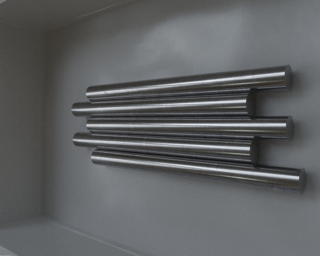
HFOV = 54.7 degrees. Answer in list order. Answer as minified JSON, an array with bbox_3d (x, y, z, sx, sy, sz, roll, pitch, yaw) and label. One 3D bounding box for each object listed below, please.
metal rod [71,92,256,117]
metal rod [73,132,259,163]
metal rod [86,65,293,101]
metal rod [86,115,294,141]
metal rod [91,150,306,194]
[{"bbox_3d":[-0.020,-0.028,0.420,0.300,0.025,0.025,1,91,39],"label":"metal rod"},{"bbox_3d":[-0.017,0.022,0.417,0.300,0.025,0.025,1,91,39],"label":"metal rod"},{"bbox_3d":[0.009,-0.052,0.396,0.300,0.025,0.025,1,91,39],"label":"metal rod"},{"bbox_3d":[0.010,-0.002,0.395,0.300,0.025,0.025,1,91,39],"label":"metal rod"},{"bbox_3d":[0.019,0.048,0.388,0.300,0.025,0.025,1,91,39],"label":"metal rod"}]
